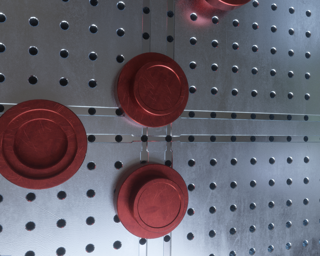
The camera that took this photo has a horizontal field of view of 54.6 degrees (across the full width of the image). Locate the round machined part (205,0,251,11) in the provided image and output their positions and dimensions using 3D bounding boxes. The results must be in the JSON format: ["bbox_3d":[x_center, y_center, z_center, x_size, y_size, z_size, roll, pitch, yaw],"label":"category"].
[{"bbox_3d":[0.089,-0.214,0.436,0.099,0.042,0.097,0,90,-20],"label":"round machined part"}]

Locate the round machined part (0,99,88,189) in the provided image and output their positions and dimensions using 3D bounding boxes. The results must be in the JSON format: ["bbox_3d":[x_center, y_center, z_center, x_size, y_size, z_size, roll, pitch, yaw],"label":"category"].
[{"bbox_3d":[-0.135,0.018,0.354,0.099,0.042,0.097,0,90,-20],"label":"round machined part"}]

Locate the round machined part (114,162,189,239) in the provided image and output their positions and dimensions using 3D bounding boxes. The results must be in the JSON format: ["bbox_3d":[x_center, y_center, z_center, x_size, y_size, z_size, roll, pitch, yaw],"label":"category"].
[{"bbox_3d":[-0.007,0.095,0.401,0.099,0.042,0.097,0,90,-20],"label":"round machined part"}]

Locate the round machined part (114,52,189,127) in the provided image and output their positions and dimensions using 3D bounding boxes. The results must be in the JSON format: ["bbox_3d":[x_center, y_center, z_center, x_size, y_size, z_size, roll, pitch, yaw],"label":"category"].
[{"bbox_3d":[-0.007,-0.049,0.401,0.099,0.042,0.097,0,90,-20],"label":"round machined part"}]
